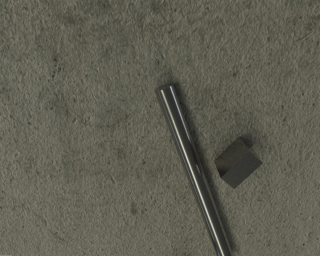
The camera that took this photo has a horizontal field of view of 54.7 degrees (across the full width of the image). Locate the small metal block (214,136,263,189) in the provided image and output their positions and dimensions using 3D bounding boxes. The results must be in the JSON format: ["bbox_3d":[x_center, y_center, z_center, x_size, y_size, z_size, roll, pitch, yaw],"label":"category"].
[{"bbox_3d":[0.103,0.045,0.415,0.025,0.050,0.050,39,105,-14],"label":"small metal block"}]

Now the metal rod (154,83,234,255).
[{"bbox_3d":[0.055,0.080,0.440,0.025,0.025,0.298,-19,109,6],"label":"metal rod"}]
